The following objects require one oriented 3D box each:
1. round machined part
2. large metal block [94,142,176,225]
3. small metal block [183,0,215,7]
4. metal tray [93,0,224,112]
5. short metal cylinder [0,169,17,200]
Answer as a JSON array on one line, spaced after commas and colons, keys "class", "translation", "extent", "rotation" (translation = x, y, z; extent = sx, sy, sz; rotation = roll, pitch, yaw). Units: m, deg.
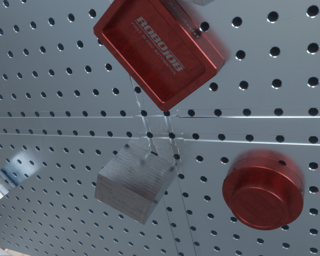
[{"class": "round machined part", "translation": [0.126, 0.089, 0.388], "extent": [0.098, 0.042, 0.097], "rotation": [13, 124, 21]}, {"class": "large metal block", "translation": [-0.034, 0.075, 0.440], "extent": [0.080, 0.080, 0.050], "rotation": [26, 127, 12]}, {"class": "small metal block", "translation": [0.029, -0.139, 0.294], "extent": [0.050, 0.050, 0.025], "rotation": [23, 127, 14]}, {"class": "metal tray", "translation": [-0.003, -0.093, 0.352], "extent": [0.130, 0.030, 0.090], "rotation": [49, 129, -7]}, {"class": "short metal cylinder", "translation": [-0.348, 0.131, 0.640], "extent": [0.050, 0.080, 0.080], "rotation": [49, 129, -7]}]
